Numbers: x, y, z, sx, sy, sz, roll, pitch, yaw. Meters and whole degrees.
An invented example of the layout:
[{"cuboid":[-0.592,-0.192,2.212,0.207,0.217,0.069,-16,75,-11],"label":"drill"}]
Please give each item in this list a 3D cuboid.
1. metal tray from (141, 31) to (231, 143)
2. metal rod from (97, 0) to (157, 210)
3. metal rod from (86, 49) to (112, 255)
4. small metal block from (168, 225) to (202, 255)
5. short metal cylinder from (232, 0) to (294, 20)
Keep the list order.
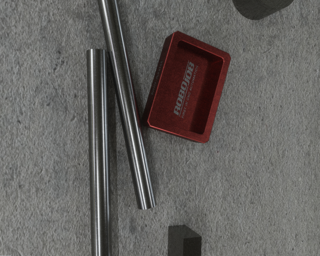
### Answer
[{"cuboid":[0.037,-0.053,0.420,0.091,0.030,0.129,18,84,-20],"label":"metal tray"},{"cuboid":[-0.044,-0.045,0.393,0.025,0.025,0.298,-12,94,-20],"label":"metal rod"},{"cuboid":[-0.074,0.055,0.382,0.025,0.025,0.298,-2,91,-20],"label":"metal rod"},{"cuboid":[0.031,0.161,0.409,0.025,0.050,0.050,2,90,-20],"label":"small metal block"},{"cuboid":[0.152,-0.206,0.453,0.081,0.050,0.079,0,90,-21],"label":"short metal cylinder"}]
